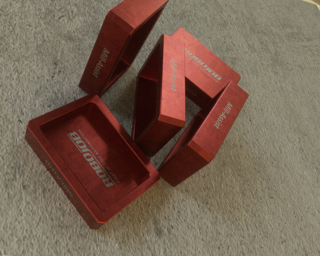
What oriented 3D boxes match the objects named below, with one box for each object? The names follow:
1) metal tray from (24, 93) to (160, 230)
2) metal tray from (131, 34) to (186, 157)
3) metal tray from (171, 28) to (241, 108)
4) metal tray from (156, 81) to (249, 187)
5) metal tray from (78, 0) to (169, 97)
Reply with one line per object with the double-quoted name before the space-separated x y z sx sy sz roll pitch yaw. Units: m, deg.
"metal tray" -0.073 0.032 0.344 0.091 0.030 0.130 -33 80 -38
"metal tray" -0.003 -0.040 0.387 0.030 0.090 0.130 16 55 -20
"metal tray" 0.057 -0.091 0.490 0.130 0.030 0.090 39 51 -2
"metal tray" 0.055 0.006 0.391 0.030 0.090 0.131 40 51 -2
"metal tray" -0.047 -0.101 0.376 0.030 0.129 0.090 38 51 -4
